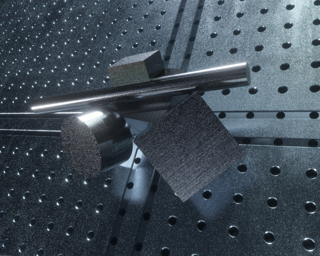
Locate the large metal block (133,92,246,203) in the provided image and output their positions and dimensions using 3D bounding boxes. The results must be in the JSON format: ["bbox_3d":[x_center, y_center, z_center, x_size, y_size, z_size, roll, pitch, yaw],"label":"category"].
[{"bbox_3d":[0.030,0.018,0.334,0.080,0.050,0.080,-39,95,2],"label":"large metal block"}]

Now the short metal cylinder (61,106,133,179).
[{"bbox_3d":[-0.081,0.017,0.392,0.080,0.079,0.050,21,30,36],"label":"short metal cylinder"}]

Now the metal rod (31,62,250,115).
[{"bbox_3d":[-0.043,-0.044,0.389,0.300,0.025,0.025,-5,59,25],"label":"metal rod"}]

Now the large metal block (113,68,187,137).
[{"bbox_3d":[-0.007,-0.033,0.411,0.080,0.050,0.080,12,67,33],"label":"large metal block"}]

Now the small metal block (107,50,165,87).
[{"bbox_3d":[-0.029,-0.074,0.385,0.050,0.025,0.050,-6,24,25],"label":"small metal block"}]
